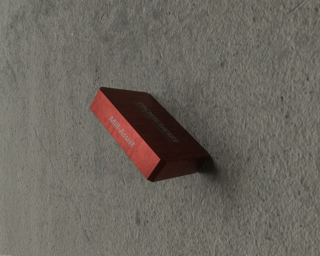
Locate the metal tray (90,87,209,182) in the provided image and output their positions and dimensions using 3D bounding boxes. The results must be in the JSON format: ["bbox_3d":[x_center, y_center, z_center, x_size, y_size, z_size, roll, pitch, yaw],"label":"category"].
[{"bbox_3d":[-0.013,0.003,0.373,0.130,0.091,0.030,47,118,29],"label":"metal tray"}]
